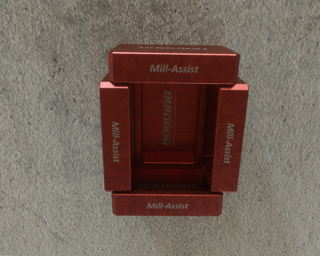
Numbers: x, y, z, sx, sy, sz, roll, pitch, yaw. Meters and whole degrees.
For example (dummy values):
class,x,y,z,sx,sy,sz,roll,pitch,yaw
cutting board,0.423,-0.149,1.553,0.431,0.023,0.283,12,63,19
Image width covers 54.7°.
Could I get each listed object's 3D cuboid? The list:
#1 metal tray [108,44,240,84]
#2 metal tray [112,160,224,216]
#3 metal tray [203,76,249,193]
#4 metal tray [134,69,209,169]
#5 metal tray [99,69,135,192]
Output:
class,x,y,z,sx,sy,sz,roll,pitch,yaw
metal tray,0.014,-0.074,0.349,0.131,0.090,0.030,1,110,-1
metal tray,0.009,0.075,0.404,0.131,0.090,0.030,1,110,-1
metal tray,0.075,0.001,0.377,0.030,0.090,0.129,1,110,-1
metal tray,0.013,-0.010,0.405,0.091,0.030,0.129,1,110,-1
metal tray,-0.048,0.000,0.375,0.030,0.090,0.129,1,110,-1
